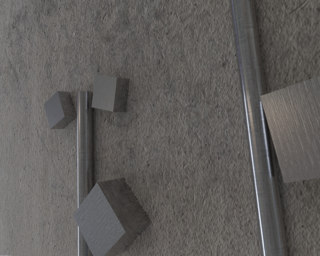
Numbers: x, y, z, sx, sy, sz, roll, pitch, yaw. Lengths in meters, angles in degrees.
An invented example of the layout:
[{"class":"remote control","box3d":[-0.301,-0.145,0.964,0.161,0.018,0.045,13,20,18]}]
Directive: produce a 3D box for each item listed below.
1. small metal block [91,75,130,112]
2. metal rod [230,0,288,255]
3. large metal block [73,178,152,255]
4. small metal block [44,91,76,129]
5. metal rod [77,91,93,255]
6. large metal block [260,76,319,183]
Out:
[{"class":"small metal block","box3d":[-0.075,-0.052,0.467,0.050,0.025,0.050,13,98,39]},{"class":"metal rod","box3d":[0.101,-0.005,0.321,0.025,0.025,0.298,-10,84,39]},{"class":"large metal block","box3d":[-0.071,0.131,0.447,0.080,0.050,0.080,-52,60,27]},{"class":"small metal block","box3d":[-0.178,-0.031,0.552,0.050,0.025,0.050,-32,70,35]},{"class":"metal rod","box3d":[-0.122,0.090,0.505,0.025,0.025,0.298,-1,90,40]},{"class":"large metal block","box3d":[0.145,-0.001,0.269,0.080,0.050,0.080,-20,78,38]}]
